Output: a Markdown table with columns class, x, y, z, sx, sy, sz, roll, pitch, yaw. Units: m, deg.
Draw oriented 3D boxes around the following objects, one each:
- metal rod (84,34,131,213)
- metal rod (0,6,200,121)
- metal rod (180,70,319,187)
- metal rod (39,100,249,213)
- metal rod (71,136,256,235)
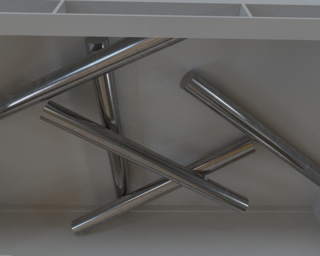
| class | x | y | z | sx | sy | sz | roll | pitch | yaw |
| --- | --- | --- | --- | --- | --- | --- | --- | --- | --- |
| metal rod | -0.062 | 0.019 | 0.424 | 0.025 | 0.025 | 0.298 | -2 | 130 | 1 |
| metal rod | -0.100 | -0.054 | 0.334 | 0.300 | 0.025 | 0.025 | -18 | 129 | 24 |
| metal rod | 0.148 | 0.015 | 0.424 | 0.301 | 0.025 | 0.025 | 32 | 123 | -25 |
| metal rod | -0.007 | 0.045 | 0.406 | 0.301 | 0.025 | 0.025 | 28 | 125 | -17 |
| metal rod | -0.002 | 0.090 | 0.462 | 0.300 | 0.025 | 0.025 | -28 | 126 | 12 |
